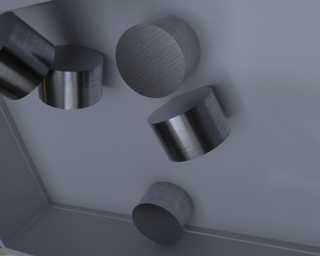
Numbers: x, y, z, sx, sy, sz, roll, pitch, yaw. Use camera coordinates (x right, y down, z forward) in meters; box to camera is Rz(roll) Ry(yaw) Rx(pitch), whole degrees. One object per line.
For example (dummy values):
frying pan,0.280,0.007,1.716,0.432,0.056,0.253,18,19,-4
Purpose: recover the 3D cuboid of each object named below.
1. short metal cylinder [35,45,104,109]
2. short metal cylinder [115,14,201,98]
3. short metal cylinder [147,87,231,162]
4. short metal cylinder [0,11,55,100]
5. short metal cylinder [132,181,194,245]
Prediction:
short metal cylinder,-0.112,-0.066,0.390,0.080,0.080,0.050,20,126,16
short metal cylinder,-0.001,-0.080,0.343,0.080,0.050,0.079,13,124,20
short metal cylinder,0.033,-0.005,0.352,0.080,0.080,0.050,-17,109,34
short metal cylinder,-0.162,-0.077,0.335,0.080,0.080,0.050,-9,150,31
short metal cylinder,0.005,0.128,0.468,0.080,0.050,0.079,13,124,20
